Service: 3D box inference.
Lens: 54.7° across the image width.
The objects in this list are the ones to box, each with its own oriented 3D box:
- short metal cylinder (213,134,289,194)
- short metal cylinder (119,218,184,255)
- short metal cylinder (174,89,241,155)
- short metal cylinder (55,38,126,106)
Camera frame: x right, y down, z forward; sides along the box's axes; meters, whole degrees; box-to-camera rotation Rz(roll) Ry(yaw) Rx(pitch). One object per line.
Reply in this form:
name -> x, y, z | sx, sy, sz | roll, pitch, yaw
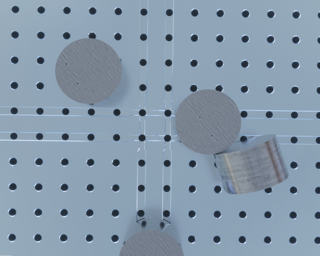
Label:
short metal cylinder -> 0.112, 0.044, 0.387 | 0.080, 0.080, 0.050 | -18, 90, 0
short metal cylinder -> -0.010, 0.163, 0.401 | 0.081, 0.050, 0.079 | 0, 90, -1
short metal cylinder -> 0.059, -0.007, 0.402 | 0.081, 0.050, 0.079 | 0, 90, -1
short metal cylinder -> -0.087, -0.069, 0.400 | 0.081, 0.050, 0.079 | 0, 90, -1
